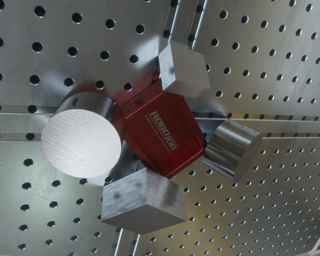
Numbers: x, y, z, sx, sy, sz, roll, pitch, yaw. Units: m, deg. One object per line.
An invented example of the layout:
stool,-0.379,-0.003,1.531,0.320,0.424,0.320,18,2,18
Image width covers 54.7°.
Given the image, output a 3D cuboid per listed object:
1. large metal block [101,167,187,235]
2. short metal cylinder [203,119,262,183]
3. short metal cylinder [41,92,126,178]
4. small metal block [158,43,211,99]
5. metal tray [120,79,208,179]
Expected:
large metal block,-0.022,0.104,0.425,0.080,0.050,0.080,-28,136,29
short metal cylinder,0.107,0.033,0.454,0.080,0.050,0.079,-39,145,-34
short metal cylinder,-0.080,0.007,0.336,0.081,0.050,0.079,0,116,0
small metal block,0.029,-0.066,0.366,0.050,0.050,0.025,9,151,-32
metal tray,0.004,0.008,0.414,0.090,0.030,0.130,-36,129,-5
